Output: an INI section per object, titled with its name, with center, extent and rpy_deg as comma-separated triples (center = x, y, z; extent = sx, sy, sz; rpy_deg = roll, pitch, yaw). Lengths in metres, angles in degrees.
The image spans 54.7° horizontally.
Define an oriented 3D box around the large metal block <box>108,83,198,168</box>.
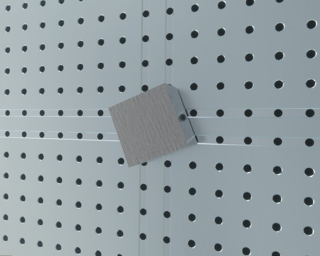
[large metal block]
center = -0.008, -0.002, 0.398
extent = 0.080, 0.050, 0.080
rpy_deg = -22, 83, 18
